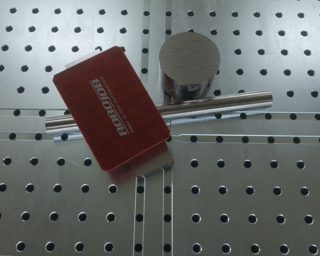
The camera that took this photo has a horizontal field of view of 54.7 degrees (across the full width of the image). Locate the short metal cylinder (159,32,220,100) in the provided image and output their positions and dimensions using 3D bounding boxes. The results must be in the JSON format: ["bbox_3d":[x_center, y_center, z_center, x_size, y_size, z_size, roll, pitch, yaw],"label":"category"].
[{"bbox_3d":[0.039,-0.084,0.429,0.081,0.050,0.080,0,70,0],"label":"short metal cylinder"}]

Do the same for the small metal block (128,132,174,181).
[{"bbox_3d":[-0.015,0.033,0.398,0.050,0.025,0.050,-22,72,-8],"label":"small metal block"}]

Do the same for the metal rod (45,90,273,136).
[{"bbox_3d":[0.001,-0.022,0.420,0.302,0.025,0.025,-7,70,-3],"label":"metal rod"}]

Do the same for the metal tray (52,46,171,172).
[{"bbox_3d":[-0.058,-0.023,0.376,0.090,0.030,0.130,-29,84,-10],"label":"metal tray"}]

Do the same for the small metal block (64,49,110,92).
[{"bbox_3d":[-0.096,-0.074,0.424,0.050,0.050,0.025,-30,73,-11],"label":"small metal block"}]
